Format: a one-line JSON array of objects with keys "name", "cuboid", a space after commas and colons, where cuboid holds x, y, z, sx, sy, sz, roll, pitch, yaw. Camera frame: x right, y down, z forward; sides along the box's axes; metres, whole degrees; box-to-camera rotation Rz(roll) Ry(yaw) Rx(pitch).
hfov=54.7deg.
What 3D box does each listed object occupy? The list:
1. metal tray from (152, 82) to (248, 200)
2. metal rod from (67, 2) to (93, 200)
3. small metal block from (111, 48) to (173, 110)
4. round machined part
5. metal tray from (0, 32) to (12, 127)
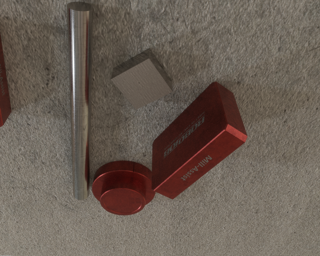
[{"name": "metal tray", "cuboid": [0.040, 0.016, 0.378, 0.030, 0.090, 0.129, 30, 124, -23]}, {"name": "metal rod", "cuboid": [-0.102, -0.007, 0.399, 0.025, 0.025, 0.298, 7, 130, -6]}, {"name": "small metal block", "cuboid": [-0.020, -0.056, 0.359, 0.050, 0.025, 0.050, -25, 126, 19]}, {"name": "round machined part", "cuboid": [-0.056, 0.099, 0.479, 0.099, 0.042, 0.097, -1, 130, 0]}, {"name": "metal tray", "cuboid": [-0.225, -0.063, 0.346, 0.091, 0.030, 0.129, 8, 130, -8]}]
